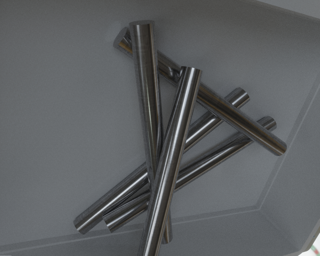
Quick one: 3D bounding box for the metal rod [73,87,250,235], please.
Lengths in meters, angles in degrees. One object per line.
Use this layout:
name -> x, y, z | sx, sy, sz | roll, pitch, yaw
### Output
metal rod -> 0.004, 0.045, 0.440 | 0.301, 0.025, 0.025 | -39, 130, -2

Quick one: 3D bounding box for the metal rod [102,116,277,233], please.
metal rod -> 0.055, 0.061, 0.461 | 0.302, 0.025, 0.025 | -29, 129, -17

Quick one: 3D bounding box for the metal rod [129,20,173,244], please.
metal rod -> -0.006, 0.027, 0.374 | 0.025, 0.025, 0.298 | -16, 121, -20

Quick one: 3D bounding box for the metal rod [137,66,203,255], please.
metal rod -> 0.002, 0.078, 0.361 | 0.025, 0.025, 0.298 | 9, 97, -33

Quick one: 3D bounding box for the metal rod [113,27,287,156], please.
metal rod -> 0.071, -0.032, 0.403 | 0.301, 0.025, 0.025 | 29, 102, -30
